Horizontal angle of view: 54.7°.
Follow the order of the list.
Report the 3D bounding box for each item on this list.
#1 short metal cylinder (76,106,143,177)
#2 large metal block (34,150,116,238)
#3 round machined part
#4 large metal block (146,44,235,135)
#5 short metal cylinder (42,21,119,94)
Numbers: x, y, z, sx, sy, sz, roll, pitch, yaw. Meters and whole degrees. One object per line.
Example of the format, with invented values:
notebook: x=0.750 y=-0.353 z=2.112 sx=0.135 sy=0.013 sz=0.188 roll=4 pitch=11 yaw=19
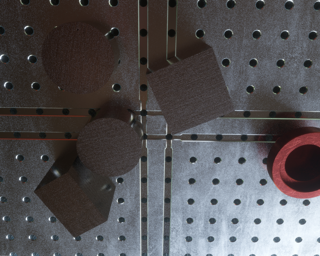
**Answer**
short metal cylinder: x=-0.063 y=0.016 z=0.405 sx=0.081 sy=0.050 sz=0.079 roll=0 pitch=110 yaw=0
large metal block: x=-0.108 y=0.081 z=0.413 sx=0.050 sy=0.080 sz=0.080 roll=-30 pitch=108 yaw=10
round machined part: x=0.195 y=0.043 z=0.422 sx=0.099 sy=0.042 sz=0.097 roll=0 pitch=110 yaw=0
large metal block: x=0.036 y=-0.049 z=0.382 sx=0.080 sy=0.050 sz=0.080 roll=-22 pitch=109 yaw=7
short metal cylinder: x=-0.091 y=-0.085 z=0.368 sx=0.081 sy=0.050 sz=0.079 roll=0 pitch=110 yaw=0
